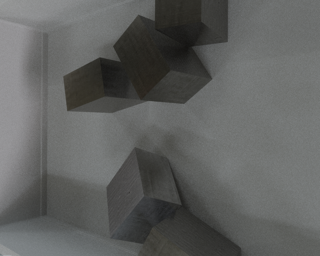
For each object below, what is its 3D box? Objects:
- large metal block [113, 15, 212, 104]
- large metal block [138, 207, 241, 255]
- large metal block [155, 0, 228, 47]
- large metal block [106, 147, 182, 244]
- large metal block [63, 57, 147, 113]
[{"bbox_3d":[0.004,-0.077,0.368,0.050,0.081,0.080,-42,65,32],"label":"large metal block"},{"bbox_3d":[0.031,0.138,0.332,0.080,0.080,0.050,32,104,21],"label":"large metal block"},{"bbox_3d":[0.037,-0.139,0.336,0.050,0.080,0.080,1,90,30],"label":"large metal block"},{"bbox_3d":[-0.024,0.085,0.390,0.080,0.050,0.080,-54,30,26],"label":"large metal block"},{"bbox_3d":[-0.075,-0.055,0.433,0.080,0.081,0.050,-14,81,39],"label":"large metal block"}]
